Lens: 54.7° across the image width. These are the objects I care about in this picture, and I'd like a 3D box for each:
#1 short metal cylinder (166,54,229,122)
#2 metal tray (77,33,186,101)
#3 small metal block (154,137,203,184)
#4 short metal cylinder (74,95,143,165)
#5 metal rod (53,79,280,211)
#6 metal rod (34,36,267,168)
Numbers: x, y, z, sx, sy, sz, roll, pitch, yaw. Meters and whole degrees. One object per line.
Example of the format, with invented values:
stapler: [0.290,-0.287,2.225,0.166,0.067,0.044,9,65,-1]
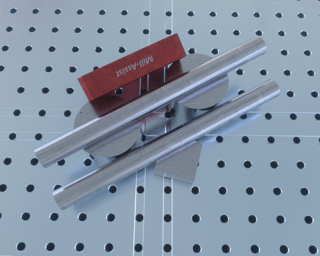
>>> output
short metal cylinder: [0.047,-0.053,0.419,0.081,0.050,0.080,0,70,0]
metal tray: [-0.041,-0.079,0.404,0.131,0.090,0.030,-27,105,-10]
small metal block: [0.023,0.039,0.397,0.050,0.025,0.050,14,71,4]
short metal cylinder: [-0.063,0.005,0.396,0.081,0.050,0.080,0,70,0]
metal rod: [0.016,0.015,0.379,0.302,0.025,0.025,-27,73,-10]
metal rod: [-0.002,-0.036,0.371,0.302,0.025,0.025,-28,73,-10]
